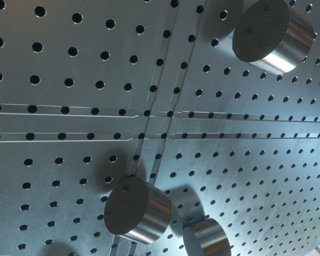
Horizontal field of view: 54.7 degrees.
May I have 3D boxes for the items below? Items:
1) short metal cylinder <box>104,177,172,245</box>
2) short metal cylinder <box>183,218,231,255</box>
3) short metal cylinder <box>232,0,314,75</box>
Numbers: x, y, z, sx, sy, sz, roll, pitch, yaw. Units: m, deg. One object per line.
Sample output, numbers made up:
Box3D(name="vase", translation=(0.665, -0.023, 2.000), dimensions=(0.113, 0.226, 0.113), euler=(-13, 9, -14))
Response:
Box3D(name="short metal cylinder", translation=(-0.031, 0.114, 0.429), dimensions=(0.080, 0.080, 0.050), euler=(-47, 129, 5))
Box3D(name="short metal cylinder", translation=(0.081, 0.207, 0.548), dimensions=(0.050, 0.080, 0.079), euler=(-14, 124, -21))
Box3D(name="short metal cylinder", translation=(0.137, -0.111, 0.381), dimensions=(0.050, 0.080, 0.080), euler=(15, 111, -34))
